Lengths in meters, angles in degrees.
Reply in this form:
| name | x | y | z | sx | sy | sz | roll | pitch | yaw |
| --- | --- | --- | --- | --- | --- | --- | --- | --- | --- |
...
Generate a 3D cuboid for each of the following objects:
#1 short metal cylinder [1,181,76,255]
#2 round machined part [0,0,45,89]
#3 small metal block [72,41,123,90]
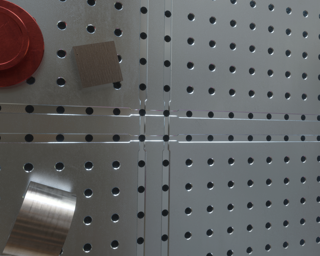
| name | x | y | z | sx | sy | sz | roll | pitch | yaw |
| --- | --- | --- | --- | --- | --- | --- | --- | --- | --- |
| short metal cylinder | -0.130 | 0.103 | 0.336 | 0.050 | 0.080 | 0.080 | 22 | 83 | -19 |
| round machined part | -0.179 | -0.093 | 0.338 | 0.099 | 0.042 | 0.097 | 0 | 90 | -21 |
| small metal block | -0.078 | -0.077 | 0.384 | 0.050 | 0.025 | 0.050 | -14 | 95 | -20 |
